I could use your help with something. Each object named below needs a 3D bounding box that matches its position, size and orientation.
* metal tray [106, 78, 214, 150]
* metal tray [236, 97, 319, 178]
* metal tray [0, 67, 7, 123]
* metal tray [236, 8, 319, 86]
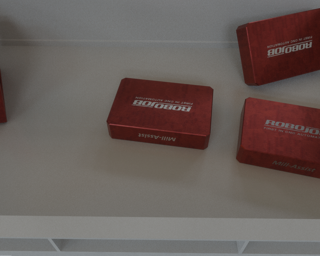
[{"bbox_3d":[0.003,-0.022,0.420,0.131,0.030,0.090,7,50,5],"label":"metal tray"},{"bbox_3d":[0.169,0.012,0.393,0.131,0.030,0.090,11,51,9],"label":"metal tray"},{"bbox_3d":[-0.237,-0.079,0.424,0.030,0.089,0.130,-9,49,-24],"label":"metal tray"},{"bbox_3d":[0.186,-0.121,0.466,0.131,0.089,0.030,-15,12,-13],"label":"metal tray"}]
